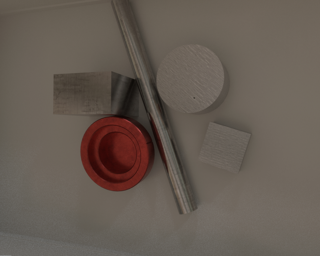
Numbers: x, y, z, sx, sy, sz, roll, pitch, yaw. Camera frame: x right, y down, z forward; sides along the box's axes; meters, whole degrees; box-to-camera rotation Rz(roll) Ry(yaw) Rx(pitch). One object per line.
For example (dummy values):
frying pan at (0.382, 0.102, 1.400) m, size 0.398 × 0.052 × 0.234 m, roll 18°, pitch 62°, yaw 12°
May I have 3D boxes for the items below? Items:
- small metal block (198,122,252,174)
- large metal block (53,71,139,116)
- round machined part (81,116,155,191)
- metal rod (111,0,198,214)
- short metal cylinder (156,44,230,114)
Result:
small metal block at (0.080, 0.023, 0.382) m, size 0.050 × 0.025 × 0.050 m, roll 18°, pitch 96°, yaw 18°
large metal block at (-0.081, -0.041, 0.409) m, size 0.080 × 0.080 × 0.050 m, roll 1°, pitch 90°, yaw 19°
round machined part at (-0.053, 0.032, 0.416) m, size 0.098 × 0.042 × 0.097 m, roll 2°, pitch 96°, yaw 19°
metal rod at (-0.010, -0.035, 0.413) m, size 0.025 × 0.025 × 0.299 m, roll -20°, pitch 83°, yaw 18°
short metal cylinder at (0.042, -0.057, 0.382) m, size 0.080 × 0.050 × 0.079 m, roll 0°, pitch 90°, yaw 19°
